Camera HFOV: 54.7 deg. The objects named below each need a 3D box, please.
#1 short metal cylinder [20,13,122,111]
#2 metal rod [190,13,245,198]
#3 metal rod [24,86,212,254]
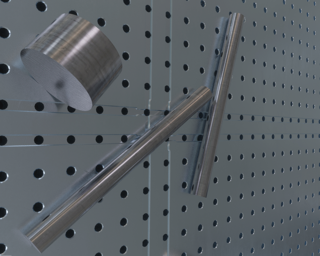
[{"bbox_3d":[-0.085,-0.062,0.302,0.080,0.080,0.050,48,61,-29],"label":"short metal cylinder"},{"bbox_3d":[0.092,-0.042,0.485,0.025,0.025,0.299,23,75,-38],"label":"metal rod"},{"bbox_3d":[-0.028,0.031,0.385,0.302,0.025,0.025,-41,115,-32],"label":"metal rod"}]
